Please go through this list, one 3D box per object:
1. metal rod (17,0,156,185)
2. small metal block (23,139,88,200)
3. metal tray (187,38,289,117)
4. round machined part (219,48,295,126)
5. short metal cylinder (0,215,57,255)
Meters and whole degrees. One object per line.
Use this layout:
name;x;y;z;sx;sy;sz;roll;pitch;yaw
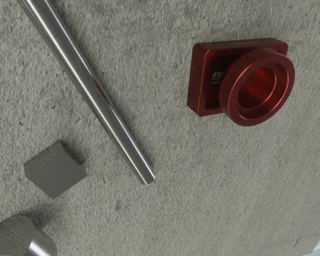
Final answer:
metal rod;-0.071;-0.034;0.347;0.025;0.025;0.299;-33;129;-7
small metal block;-0.124;0.050;0.370;0.050;0.025;0.050;-35;129;-5
metal tray;0.104;-0.070;0.417;0.131;0.030;0.089;-11;123;-23
round machined part;0.115;-0.054;0.389;0.099;0.042;0.097;-15;128;-20
short metal cylinder;-0.174;0.154;0.372;0.080;0.080;0.050;-31;129;-9
